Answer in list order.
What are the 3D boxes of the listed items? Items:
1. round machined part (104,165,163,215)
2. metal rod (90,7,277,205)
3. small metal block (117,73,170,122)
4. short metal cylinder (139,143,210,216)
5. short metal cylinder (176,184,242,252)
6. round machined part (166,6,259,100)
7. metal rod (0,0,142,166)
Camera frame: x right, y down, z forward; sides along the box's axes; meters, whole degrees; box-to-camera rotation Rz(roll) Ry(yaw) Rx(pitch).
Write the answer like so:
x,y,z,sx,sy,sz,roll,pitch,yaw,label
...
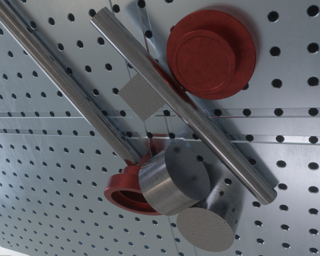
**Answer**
x,y,z,sx,sy,sz,roll,pitch,yaw,label
-0.029,0.090,0.455,0.098,0.042,0.098,10,146,7,round machined part
0.035,-0.018,0.366,0.300,0.025,0.025,46,129,-10,metal rod
-0.017,-0.044,0.393,0.050,0.025,0.050,48,129,-6,small metal block
0.019,0.067,0.404,0.080,0.080,0.050,48,123,-6,short metal cylinder
0.070,0.126,0.436,0.080,0.050,0.079,13,124,21,short metal cylinder
0.051,-0.074,0.328,0.098,0.042,0.097,13,124,21,round machined part
-0.132,-0.060,0.443,0.025,0.025,0.300,-34,100,38,metal rod
